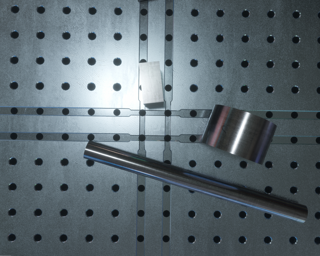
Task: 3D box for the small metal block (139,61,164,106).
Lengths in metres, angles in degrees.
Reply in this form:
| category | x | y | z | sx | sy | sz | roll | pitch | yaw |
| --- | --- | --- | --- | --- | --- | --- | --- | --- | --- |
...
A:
| category | x | y | z | sx | sy | sz | roll | pitch | yaw |
| --- | --- | --- | --- | --- | --- | --- | --- | --- | --- |
| small metal block | -0.011 | -0.056 | 0.401 | 0.025 | 0.050 | 0.050 | -6 | 90 | 0 |

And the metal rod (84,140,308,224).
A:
| category | x | y | z | sx | sy | sz | roll | pitch | yaw |
| --- | --- | --- | --- | --- | --- | --- | --- | --- | --- |
| metal rod | 0.047 | 0.072 | 0.414 | 0.302 | 0.025 | 0.025 | 17 | 90 | -1 |

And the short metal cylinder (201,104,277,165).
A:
| category | x | y | z | sx | sy | sz | roll | pitch | yaw |
| --- | --- | --- | --- | --- | --- | --- | --- | --- | --- |
| short metal cylinder | 0.097 | 0.008 | 0.387 | 0.080 | 0.080 | 0.050 | 21 | 90 | -1 |
